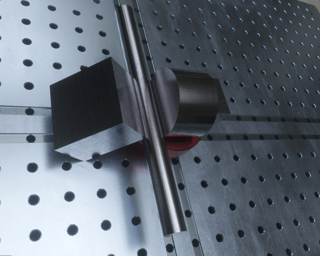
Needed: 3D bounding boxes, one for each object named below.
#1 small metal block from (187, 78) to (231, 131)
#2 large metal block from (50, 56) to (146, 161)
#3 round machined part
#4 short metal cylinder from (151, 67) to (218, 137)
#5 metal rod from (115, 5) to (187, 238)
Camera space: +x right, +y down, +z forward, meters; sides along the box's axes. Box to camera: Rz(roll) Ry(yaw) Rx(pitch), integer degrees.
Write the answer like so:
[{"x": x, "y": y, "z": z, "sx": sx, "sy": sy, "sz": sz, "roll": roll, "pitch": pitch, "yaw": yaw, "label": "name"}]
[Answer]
[{"x": 0.056, "y": -0.028, "z": 0.387, "sx": 0.025, "sy": 0.050, "sz": 0.050, "roll": 1, "pitch": 62, "yaw": -28, "label": "small metal block"}, {"x": -0.069, "y": -0.018, "z": 0.340, "sx": 0.050, "sy": 0.080, "sz": 0.080, "roll": 40, "pitch": 33, "yaw": -60, "label": "large metal block"}, {"x": 0.004, "y": -0.006, "z": 0.403, "sx": 0.099, "sy": 0.042, "sz": 0.098, "roll": 14, "pitch": 56, "yaw": -21, "label": "round machined part"}, {"x": 0.024, "y": -0.029, "z": 0.366, "sx": 0.050, "sy": 0.080, "sz": 0.080, "roll": 1, "pitch": 62, "yaw": -28, "label": "short metal cylinder"}, {"x": -0.018, "y": -0.028, "z": 0.364, "sx": 0.025, "sy": 0.025, "sz": 0.299, "roll": 1, "pitch": 61, "yaw": -28, "label": "metal rod"}]
